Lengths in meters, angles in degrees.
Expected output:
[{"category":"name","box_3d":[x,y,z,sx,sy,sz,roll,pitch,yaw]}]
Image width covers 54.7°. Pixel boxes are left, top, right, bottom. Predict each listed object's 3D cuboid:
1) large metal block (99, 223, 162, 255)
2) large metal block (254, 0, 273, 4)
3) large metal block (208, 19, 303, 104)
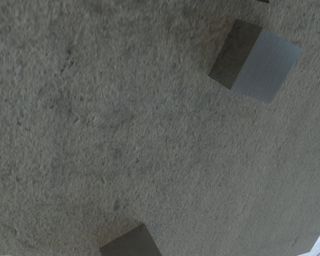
[{"category":"large metal block","box_3d":[-0.038,0.211,0.483,0.080,0.080,0.050,-27,128,-12]},{"category":"large metal block","box_3d":[0.121,-0.198,0.336,0.080,0.050,0.080,-41,130,-1]},{"category":"large metal block","box_3d":[0.124,-0.086,0.408,0.081,0.050,0.079,12,112,-34]}]
